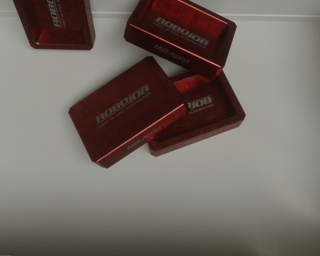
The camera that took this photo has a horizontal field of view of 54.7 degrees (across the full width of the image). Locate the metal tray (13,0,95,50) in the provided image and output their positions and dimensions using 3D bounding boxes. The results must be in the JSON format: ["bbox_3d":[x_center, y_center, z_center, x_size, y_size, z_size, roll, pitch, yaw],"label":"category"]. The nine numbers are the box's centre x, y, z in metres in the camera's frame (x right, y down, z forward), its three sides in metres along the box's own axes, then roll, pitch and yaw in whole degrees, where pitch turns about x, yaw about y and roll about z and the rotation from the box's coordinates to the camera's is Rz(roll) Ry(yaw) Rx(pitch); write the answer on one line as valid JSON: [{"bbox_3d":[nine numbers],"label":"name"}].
[{"bbox_3d":[-0.142,-0.165,0.411,0.091,0.129,0.030,1,52,0],"label":"metal tray"}]

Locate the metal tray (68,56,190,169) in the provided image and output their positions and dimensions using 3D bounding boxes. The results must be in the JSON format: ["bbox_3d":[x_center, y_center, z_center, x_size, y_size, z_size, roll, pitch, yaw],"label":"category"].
[{"bbox_3d":[-0.040,-0.021,0.390,0.130,0.030,0.090,-34,61,1],"label":"metal tray"}]

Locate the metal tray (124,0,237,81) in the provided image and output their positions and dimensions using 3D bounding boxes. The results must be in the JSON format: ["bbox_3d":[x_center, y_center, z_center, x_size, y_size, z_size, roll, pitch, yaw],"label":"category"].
[{"bbox_3d":[0.029,-0.128,0.410,0.131,0.030,0.090,24,58,-4],"label":"metal tray"}]

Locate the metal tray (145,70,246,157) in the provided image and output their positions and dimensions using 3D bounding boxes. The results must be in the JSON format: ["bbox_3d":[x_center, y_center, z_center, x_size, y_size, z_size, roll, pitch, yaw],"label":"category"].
[{"bbox_3d":[0.035,-0.026,0.416,0.131,0.030,0.090,-20,71,-8],"label":"metal tray"}]
